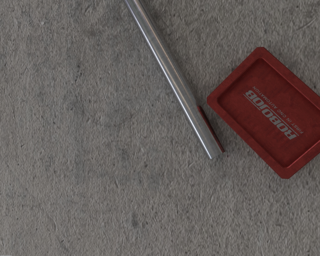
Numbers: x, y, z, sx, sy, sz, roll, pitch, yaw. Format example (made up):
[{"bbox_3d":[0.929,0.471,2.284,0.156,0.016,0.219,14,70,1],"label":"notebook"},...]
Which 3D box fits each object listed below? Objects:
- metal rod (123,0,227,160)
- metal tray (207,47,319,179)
[{"bbox_3d":[0.003,-0.097,0.407,0.025,0.025,0.299,-30,80,17],"label":"metal rod"},{"bbox_3d":[0.131,-0.018,0.360,0.090,0.030,0.130,-46,76,14],"label":"metal tray"}]
